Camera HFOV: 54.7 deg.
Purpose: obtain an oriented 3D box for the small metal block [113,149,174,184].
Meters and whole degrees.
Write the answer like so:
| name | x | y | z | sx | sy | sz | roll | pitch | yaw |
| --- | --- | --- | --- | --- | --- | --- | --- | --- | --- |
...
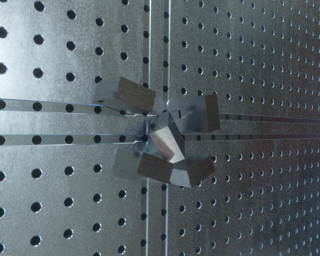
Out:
| name | x | y | z | sx | sy | sz | roll | pitch | yaw |
| --- | --- | --- | --- | --- | --- | --- | --- | --- | --- |
| small metal block | -0.020 | 0.046 | 0.378 | 0.050 | 0.050 | 0.025 | 25 | 75 | -38 |

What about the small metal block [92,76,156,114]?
| name | x | y | z | sx | sy | sz | roll | pitch | yaw |
| --- | --- | --- | --- | --- | --- | --- | --- | --- | --- |
| small metal block | -0.042 | -0.037 | 0.360 | 0.050 | 0.050 | 0.025 | 19 | 78 | -39 |

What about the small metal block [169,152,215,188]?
| name | x | y | z | sx | sy | sz | roll | pitch | yaw |
| --- | --- | --- | --- | --- | --- | --- | --- | --- | --- |
| small metal block | 0.039 | 0.057 | 0.428 | 0.050 | 0.050 | 0.025 | -26 | 107 | -37 |

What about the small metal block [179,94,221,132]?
| name | x | y | z | sx | sy | sz | roll | pitch | yaw |
| --- | --- | --- | --- | --- | --- | --- | --- | --- | --- |
| small metal block | 0.056 | -0.021 | 0.442 | 0.025 | 0.050 | 0.050 | -12 | 98 | -40 |

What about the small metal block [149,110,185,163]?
| name | x | y | z | sx | sy | sz | roll | pitch | yaw |
| --- | --- | --- | --- | --- | --- | --- | --- | --- | --- |
| small metal block | 0.010 | 0.012 | 0.403 | 0.050 | 0.025 | 0.050 | 62 | 14 | -22 |
